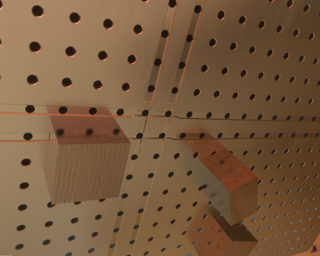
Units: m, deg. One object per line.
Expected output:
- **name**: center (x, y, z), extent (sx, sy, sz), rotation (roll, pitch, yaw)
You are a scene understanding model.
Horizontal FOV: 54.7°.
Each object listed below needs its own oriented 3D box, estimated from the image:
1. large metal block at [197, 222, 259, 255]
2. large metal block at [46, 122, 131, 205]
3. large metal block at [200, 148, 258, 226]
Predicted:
- **large metal block**: center (0.135, 0.238, 0.619), extent (0.081, 0.050, 0.080), rotation (16, 110, -35)
- **large metal block**: center (-0.089, 0.040, 0.373), extent (0.081, 0.050, 0.079), rotation (0, 118, -29)
- **large metal block**: center (0.109, 0.093, 0.495), extent (0.050, 0.080, 0.080), rotation (-23, 127, -15)
